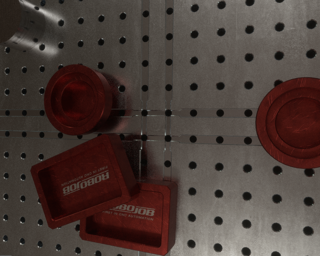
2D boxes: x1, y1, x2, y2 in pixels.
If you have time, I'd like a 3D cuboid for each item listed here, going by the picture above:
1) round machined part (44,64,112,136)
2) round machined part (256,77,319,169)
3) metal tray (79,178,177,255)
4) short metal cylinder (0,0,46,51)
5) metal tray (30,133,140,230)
[{"bbox_3d":[-0.111,-0.038,0.441,0.098,0.042,0.097,0,90,19],"label":"round machined part"},{"bbox_3d":[0.160,-0.005,0.347,0.098,0.042,0.097,0,90,19],"label":"round machined part"},{"bbox_3d":[-0.045,0.114,0.424,0.130,0.030,0.089,3,91,19],"label":"metal tray"},{"bbox_3d":[-0.227,-0.164,0.477,0.080,0.050,0.079,0,90,19],"label":"short metal cylinder"},{"bbox_3d":[-0.101,0.071,0.411,0.130,0.030,0.090,-23,82,18],"label":"metal tray"}]
